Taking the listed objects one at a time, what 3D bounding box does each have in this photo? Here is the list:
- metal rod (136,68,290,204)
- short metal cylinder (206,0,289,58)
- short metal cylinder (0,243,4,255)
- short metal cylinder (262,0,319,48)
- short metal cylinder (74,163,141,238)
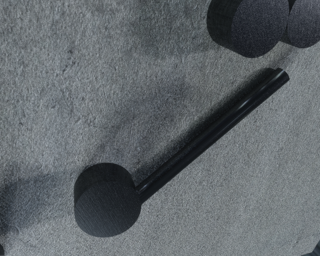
[{"bbox_3d":[0.066,0.017,0.453,0.300,0.025,0.025,-40,130,-1],"label":"metal rod"},{"bbox_3d":[0.103,-0.129,0.367,0.081,0.050,0.079,-14,124,-21],"label":"short metal cylinder"},{"bbox_3d":[-0.233,0.179,0.375,0.081,0.050,0.079,-14,124,-21],"label":"short metal cylinder"},{"bbox_3d":[0.176,-0.148,0.395,0.081,0.050,0.079,-14,124,-21],"label":"short metal cylinder"},{"bbox_3d":[-0.069,0.092,0.398,0.081,0.050,0.079,-6,111,-15],"label":"short metal cylinder"}]
